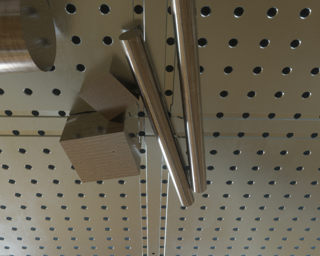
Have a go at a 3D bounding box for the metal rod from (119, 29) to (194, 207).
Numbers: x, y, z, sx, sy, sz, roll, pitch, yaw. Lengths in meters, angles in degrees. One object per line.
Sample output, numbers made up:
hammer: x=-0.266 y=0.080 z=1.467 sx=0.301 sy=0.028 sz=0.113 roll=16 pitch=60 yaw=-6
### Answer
metal rod: x=0.007 y=0.011 z=0.421 sx=0.025 sy=0.025 sz=0.299 roll=-12 pitch=130 yaw=9

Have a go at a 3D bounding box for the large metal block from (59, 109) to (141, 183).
large metal block: x=-0.075 y=0.024 z=0.415 sx=0.080 sy=0.050 sz=0.080 roll=-9 pitch=130 yaw=7

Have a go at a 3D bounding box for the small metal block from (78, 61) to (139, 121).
small metal block: x=-0.060 y=-0.043 z=0.374 sx=0.050 sy=0.025 sz=0.050 roll=-32 pitch=124 yaw=23

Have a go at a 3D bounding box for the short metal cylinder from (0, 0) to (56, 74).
short metal cylinder: x=-0.139 y=-0.092 z=0.295 sx=0.050 sy=0.080 sz=0.079 roll=-3 pitch=130 yaw=2

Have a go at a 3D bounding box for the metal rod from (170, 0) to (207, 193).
metal rod: x=0.042 y=-0.019 z=0.396 sx=0.025 sy=0.025 sz=0.298 roll=-6 pitch=130 yaw=5
